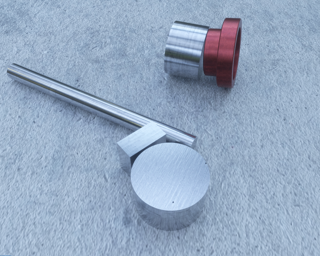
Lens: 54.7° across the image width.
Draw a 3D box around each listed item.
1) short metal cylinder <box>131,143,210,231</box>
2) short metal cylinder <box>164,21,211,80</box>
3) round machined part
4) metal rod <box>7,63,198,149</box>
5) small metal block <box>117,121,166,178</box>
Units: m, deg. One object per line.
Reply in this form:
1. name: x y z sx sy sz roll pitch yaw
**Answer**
1. short metal cylinder: 0.011 0.063 0.334 0.081 0.050 0.080 0 50 0
2. short metal cylinder: 0.042 -0.116 0.465 0.050 0.080 0.080 14 52 11
3. round machined part: 0.090 -0.108 0.448 0.042 0.098 0.098 8 50 17
4. metal rod: -0.091 -0.033 0.429 0.301 0.025 0.025 22 54 17
5. small metal block: -0.020 0.027 0.364 0.050 0.050 0.025 -32 57 -24
